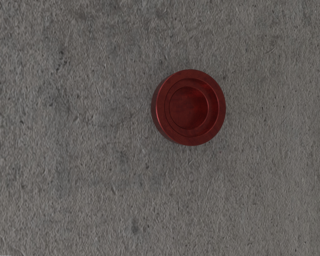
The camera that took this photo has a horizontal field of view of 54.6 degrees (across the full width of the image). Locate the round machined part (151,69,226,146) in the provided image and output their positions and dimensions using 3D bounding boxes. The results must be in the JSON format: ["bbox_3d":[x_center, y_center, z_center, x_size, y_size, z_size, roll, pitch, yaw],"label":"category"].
[{"bbox_3d":[0.034,-0.026,0.412,0.099,0.042,0.097,0,90,-20],"label":"round machined part"}]
